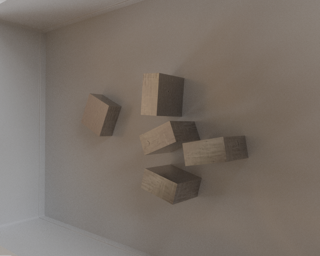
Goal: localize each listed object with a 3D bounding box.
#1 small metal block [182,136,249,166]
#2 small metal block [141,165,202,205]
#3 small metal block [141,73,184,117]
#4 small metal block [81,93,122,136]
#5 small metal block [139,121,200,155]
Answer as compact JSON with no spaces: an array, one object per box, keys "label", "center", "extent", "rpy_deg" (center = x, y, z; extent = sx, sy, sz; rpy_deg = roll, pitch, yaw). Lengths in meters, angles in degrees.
[{"label":"small metal block","center":[0.061,0.025,0.339],"extent":[0.050,0.050,0.025],"rpy_deg":[-12,83,39]},{"label":"small metal block","center":[0.014,0.067,0.377],"extent":[0.050,0.050,0.025],"rpy_deg":[19,102,38]},{"label":"small metal block","center":[0.004,-0.040,0.386],"extent":[0.025,0.050,0.050],"rpy_deg":[6,94,39]},{"label":"small metal block","center":[-0.092,-0.021,0.480],"extent":[0.050,0.025,0.050],"rpy_deg":[32,109,35]},{"label":"small metal block","center":[0.012,0.012,0.379],"extent":[0.050,0.050,0.025],"rpy_deg":[-26,74,37]}]
